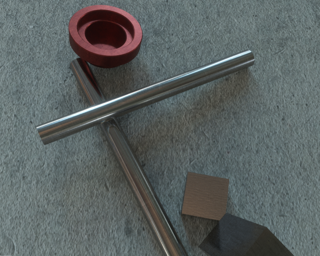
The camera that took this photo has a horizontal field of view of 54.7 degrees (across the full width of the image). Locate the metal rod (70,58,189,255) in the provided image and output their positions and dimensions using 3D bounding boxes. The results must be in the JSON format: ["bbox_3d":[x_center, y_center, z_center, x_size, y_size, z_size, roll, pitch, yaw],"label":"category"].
[{"bbox_3d":[-0.046,0.033,0.395,0.025,0.025,0.299,-27,72,-10],"label":"metal rod"}]

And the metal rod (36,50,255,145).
[{"bbox_3d":[-0.006,-0.046,0.406,0.302,0.025,0.025,-22,72,-16],"label":"metal rod"}]

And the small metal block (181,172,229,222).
[{"bbox_3d":[0.054,0.085,0.378,0.050,0.025,0.050,10,70,3],"label":"small metal block"}]

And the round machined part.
[{"bbox_3d":[-0.076,-0.123,0.434,0.099,0.042,0.098,6,58,-10],"label":"round machined part"}]

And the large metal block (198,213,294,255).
[{"bbox_3d":[0.097,0.140,0.317,0.080,0.080,0.050,46,75,-6],"label":"large metal block"}]
